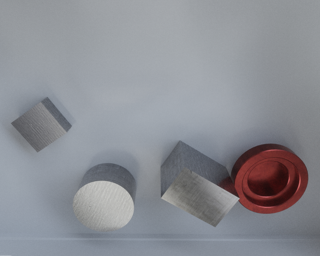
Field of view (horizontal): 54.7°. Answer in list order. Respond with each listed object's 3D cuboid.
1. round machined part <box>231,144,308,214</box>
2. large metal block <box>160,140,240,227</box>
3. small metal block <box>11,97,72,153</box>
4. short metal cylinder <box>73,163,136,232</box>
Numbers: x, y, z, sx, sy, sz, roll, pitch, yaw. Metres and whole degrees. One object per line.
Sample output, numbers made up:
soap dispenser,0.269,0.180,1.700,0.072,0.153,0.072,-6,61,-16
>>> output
round machined part,0.147,0.066,0.429,0.099,0.042,0.097,0,110,-1
large metal block,0.048,0.070,0.409,0.080,0.080,0.050,31,107,-11
small metal block,-0.155,-0.004,0.408,0.050,0.025,0.050,-33,107,11
short metal cylinder,-0.075,0.096,0.432,0.081,0.050,0.079,0,110,-1
